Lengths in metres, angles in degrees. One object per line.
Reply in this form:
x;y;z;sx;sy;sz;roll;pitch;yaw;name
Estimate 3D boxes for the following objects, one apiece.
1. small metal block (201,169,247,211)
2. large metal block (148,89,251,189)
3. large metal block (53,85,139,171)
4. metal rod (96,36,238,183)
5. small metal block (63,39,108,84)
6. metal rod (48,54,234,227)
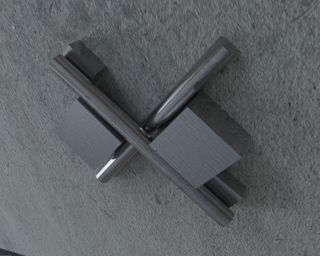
0.079;0.083;0.419;0.050;0.025;0.050;40;129;1;small metal block
0.047;0.015;0.376;0.080;0.050;0.080;43;129;-2;large metal block
-0.090;0.001;0.438;0.080;0.050;0.080;45;129;-3;large metal block
-0.011;-0.003;0.413;0.025;0.025;0.298;43;129;-2;metal rod
-0.106;-0.080;0.416;0.050;0.025;0.050;44;129;-3;small metal block
-0.023;0.017;0.398;0.300;0.025;0.025;43;129;-2;metal rod
